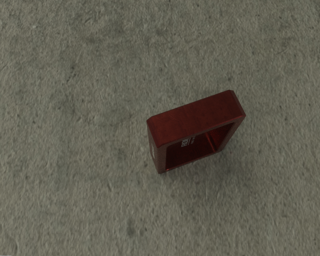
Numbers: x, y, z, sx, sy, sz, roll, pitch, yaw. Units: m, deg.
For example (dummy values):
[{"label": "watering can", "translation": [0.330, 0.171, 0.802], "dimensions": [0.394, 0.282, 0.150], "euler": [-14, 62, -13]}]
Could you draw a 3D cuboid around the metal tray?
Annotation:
[{"label": "metal tray", "translation": [0.035, 0.011, 0.349], "dimensions": [0.090, 0.130, 0.030], "euler": [-20, 71, -7]}]
